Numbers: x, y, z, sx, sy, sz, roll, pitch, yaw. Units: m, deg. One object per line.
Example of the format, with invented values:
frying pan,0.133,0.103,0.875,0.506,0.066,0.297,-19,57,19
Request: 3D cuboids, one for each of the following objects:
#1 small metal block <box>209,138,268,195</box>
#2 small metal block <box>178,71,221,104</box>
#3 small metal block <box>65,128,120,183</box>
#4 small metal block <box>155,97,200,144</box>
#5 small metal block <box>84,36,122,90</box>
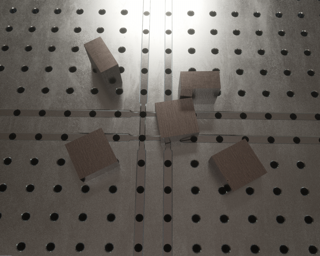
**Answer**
small metal block,0.098,0.049,0.395,0.050,0.025,0.050,-26,72,-10
small metal block,0.052,-0.053,0.419,0.050,0.050,0.025,-1,70,-1
small metal block,-0.086,0.035,0.398,0.050,0.025,0.050,-26,72,-9
small metal block,0.022,-0.010,0.416,0.050,0.025,0.050,-9,70,-4
small metal block,-0.078,-0.089,0.430,0.025,0.050,0.050,-30,73,-10
